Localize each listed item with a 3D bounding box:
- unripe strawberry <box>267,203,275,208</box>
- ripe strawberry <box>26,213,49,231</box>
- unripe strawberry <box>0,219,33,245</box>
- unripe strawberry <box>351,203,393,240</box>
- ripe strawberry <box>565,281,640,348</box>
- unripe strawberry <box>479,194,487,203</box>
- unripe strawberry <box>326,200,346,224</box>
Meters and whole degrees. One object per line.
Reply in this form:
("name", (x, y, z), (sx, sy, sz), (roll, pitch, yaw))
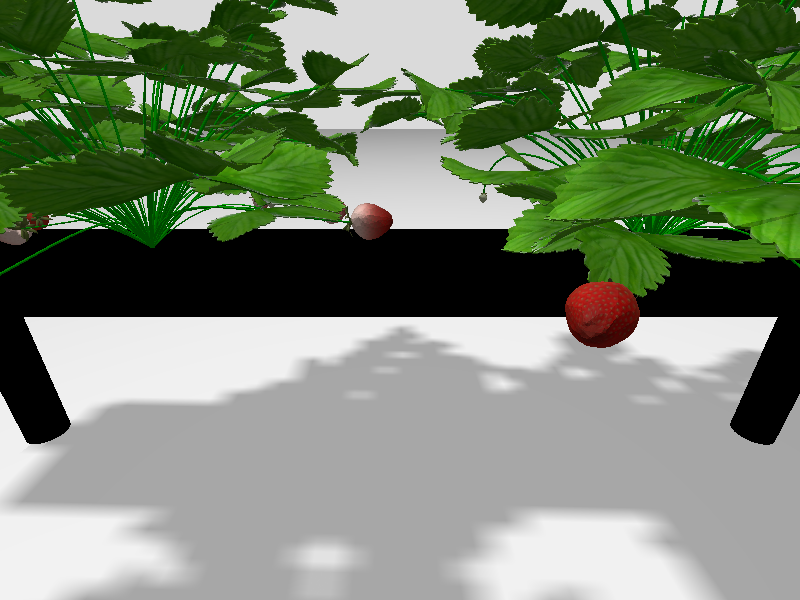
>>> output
("unripe strawberry", (-0.164, -0.123, 0.510), (0.011, 0.011, 0.010), (9, 26, 19))
("ripe strawberry", (-0.377, -0.083, 0.409), (0.028, 0.024, 0.028), (0, 23, 22))
("unripe strawberry", (-0.364, -0.067, 0.370), (0.034, 0.033, 0.031), (2, 25, 6))
("unripe strawberry", (-0.027, -0.075, 0.380), (0.040, 0.034, 0.039), (-3, 25, -7))
("ripe strawberry", (0.100, 0.009, 0.203), (0.034, 0.036, 0.037), (17, 31, 33))
("unripe strawberry", (0.105, -0.129, 0.508), (0.011, 0.011, 0.010), (-17, 30, -32))
("unripe strawberry", (-0.071, -0.098, 0.437), (0.027, 0.029, 0.025), (-13, 28, -27))
